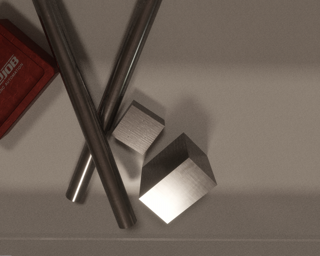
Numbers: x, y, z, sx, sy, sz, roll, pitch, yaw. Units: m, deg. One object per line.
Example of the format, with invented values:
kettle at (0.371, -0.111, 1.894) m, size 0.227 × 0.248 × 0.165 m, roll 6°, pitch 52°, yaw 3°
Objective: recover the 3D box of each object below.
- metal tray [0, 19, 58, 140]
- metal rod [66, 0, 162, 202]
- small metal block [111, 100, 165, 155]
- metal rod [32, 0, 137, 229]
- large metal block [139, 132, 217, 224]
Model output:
metal tray at (-0.199, -0.057, 0.384) m, size 0.090 × 0.030 × 0.130 m, roll 42°, pitch 104°, yaw -14°
metal rod at (-0.064, -0.030, 0.399) m, size 0.025 × 0.025 × 0.298 m, roll 22°, pitch 108°, yaw -8°
small metal block at (-0.029, -0.001, 0.411) m, size 0.050 × 0.025 × 0.050 m, roll 33°, pitch 106°, yaw -12°
metal rod at (-0.089, -0.013, 0.381) m, size 0.025 × 0.025 × 0.298 m, roll -17°, pitch 101°, yaw 6°
large metal block at (0.021, 0.062, 0.405) m, size 0.080 × 0.080 × 0.050 m, roll -41°, pitch 105°, yaw 13°
